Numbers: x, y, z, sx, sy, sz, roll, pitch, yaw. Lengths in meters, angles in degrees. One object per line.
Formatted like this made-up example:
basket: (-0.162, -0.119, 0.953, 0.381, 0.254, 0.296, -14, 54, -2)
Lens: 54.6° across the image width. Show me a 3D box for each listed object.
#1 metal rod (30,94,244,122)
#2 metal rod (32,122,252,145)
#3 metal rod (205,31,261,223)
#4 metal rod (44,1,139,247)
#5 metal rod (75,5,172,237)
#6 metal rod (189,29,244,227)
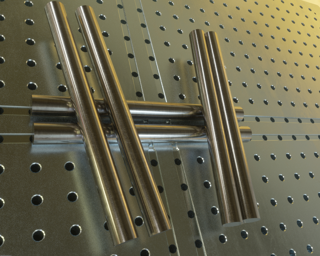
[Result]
metal rod: (-0.010, -0.023, 0.417, 0.302, 0.025, 0.025, 1, 62, -28)
metal rod: (-0.002, 0.007, 0.403, 0.302, 0.025, 0.025, 1, 62, -28)
metal rod: (0.094, -0.021, 0.440, 0.025, 0.025, 0.299, 9, 58, -24)
metal rod: (-0.083, -0.022, 0.345, 0.025, 0.025, 0.299, -8, 66, -32)
metal rod: (-0.050, -0.025, 0.364, 0.025, 0.025, 0.299, -8, 66, -32)
metal rod: (0.071, -0.020, 0.427, 0.025, 0.025, 0.299, 9, 58, -24)
